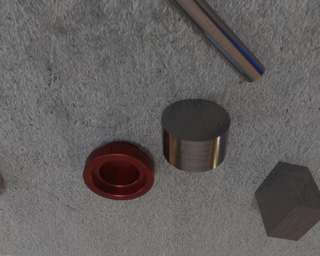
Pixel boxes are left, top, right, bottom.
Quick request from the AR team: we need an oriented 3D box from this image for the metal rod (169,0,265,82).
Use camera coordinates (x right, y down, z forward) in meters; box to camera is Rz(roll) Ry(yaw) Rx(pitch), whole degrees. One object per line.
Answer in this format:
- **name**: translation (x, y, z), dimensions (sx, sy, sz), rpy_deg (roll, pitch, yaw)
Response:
- **metal rod**: translation (0.002, -0.142, 0.285), dimensions (0.301, 0.025, 0.025), rpy_deg (37, 121, -27)

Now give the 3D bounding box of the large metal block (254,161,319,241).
- **large metal block**: translation (0.193, 0.110, 0.467), dimensions (0.050, 0.080, 0.079), rpy_deg (12, 129, -10)

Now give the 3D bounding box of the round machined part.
- **round machined part**: translation (-0.057, 0.057, 0.444), dimensions (0.099, 0.042, 0.097), rpy_deg (0, 130, 0)

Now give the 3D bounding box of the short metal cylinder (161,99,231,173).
- **short metal cylinder**: translation (0.043, 0.008, 0.378), dimensions (0.080, 0.080, 0.050), rpy_deg (-2, 130, 1)
